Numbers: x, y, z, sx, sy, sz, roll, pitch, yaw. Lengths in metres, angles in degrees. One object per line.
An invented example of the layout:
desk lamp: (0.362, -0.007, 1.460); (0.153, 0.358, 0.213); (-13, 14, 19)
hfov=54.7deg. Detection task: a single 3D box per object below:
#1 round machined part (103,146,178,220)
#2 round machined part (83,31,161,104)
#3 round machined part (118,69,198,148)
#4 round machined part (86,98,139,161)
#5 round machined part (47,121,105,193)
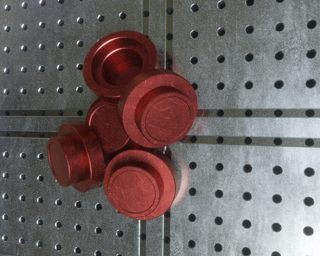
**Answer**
round machined part: (-0.028, 0.075, 0.399); (0.098, 0.042, 0.097); (3, 102, 13)
round machined part: (-0.047, -0.075, 0.407); (0.098, 0.042, 0.098); (-5, 68, 12)
round machined part: (0.002, -0.018, 0.371); (0.098, 0.099, 0.042); (-58, 33, 11)
round machined part: (-0.061, -0.003, 0.423); (0.098, 0.042, 0.097); (0, 90, 19)
round machined part: (-0.119, 0.041, 0.419); (0.098, 0.042, 0.097); (20, 117, 45)
